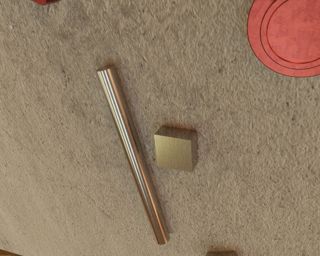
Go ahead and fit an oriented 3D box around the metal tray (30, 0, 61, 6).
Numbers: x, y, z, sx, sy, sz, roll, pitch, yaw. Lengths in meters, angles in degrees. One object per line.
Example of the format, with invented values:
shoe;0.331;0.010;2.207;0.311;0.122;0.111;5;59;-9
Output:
metal tray;-0.175;-0.212;0.362;0.130;0.030;0.089;26;128;11

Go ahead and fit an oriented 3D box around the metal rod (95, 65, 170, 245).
metal rod;-0.033;0.055;0.455;0.025;0.025;0.298;-2;118;29

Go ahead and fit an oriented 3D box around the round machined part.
round machined part;0.127;-0.090;0.273;0.098;0.042;0.097;13;124;20

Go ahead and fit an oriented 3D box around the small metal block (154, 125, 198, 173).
small metal block;0.022;0.027;0.411;0.050;0.025;0.050;8;122;23

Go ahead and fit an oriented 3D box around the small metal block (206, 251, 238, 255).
small metal block;0.092;0.219;0.476;0.050;0.050;0.025;-19;109;35
